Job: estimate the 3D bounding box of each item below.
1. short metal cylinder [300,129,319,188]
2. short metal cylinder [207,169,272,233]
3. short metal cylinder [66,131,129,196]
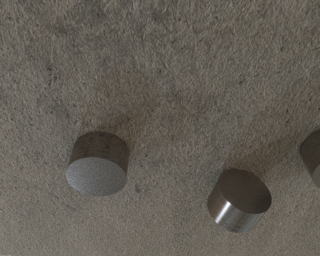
[{"bbox_3d":[0.244,0.042,0.428,0.081,0.050,0.079,0,130,0],"label":"short metal cylinder"},{"bbox_3d":[0.118,0.108,0.464,0.081,0.080,0.050,11,129,-9],"label":"short metal cylinder"},{"bbox_3d":[-0.085,0.051,0.433,0.081,0.050,0.079,0,130,0],"label":"short metal cylinder"}]
